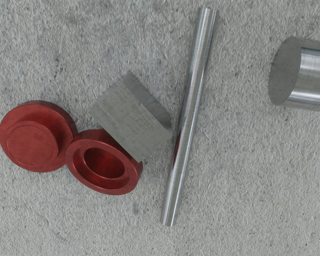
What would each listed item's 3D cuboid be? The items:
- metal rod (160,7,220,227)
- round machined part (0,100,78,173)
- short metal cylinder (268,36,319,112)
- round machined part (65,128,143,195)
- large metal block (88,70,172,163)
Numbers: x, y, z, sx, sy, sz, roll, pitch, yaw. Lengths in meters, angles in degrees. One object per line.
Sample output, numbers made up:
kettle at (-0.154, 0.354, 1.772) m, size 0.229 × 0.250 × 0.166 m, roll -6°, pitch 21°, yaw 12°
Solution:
metal rod at (0.034, 0.000, 0.410) m, size 0.025 × 0.025 × 0.298 m, roll 8°, pitch 110°, yaw -3°
round machined part at (-0.161, 0.016, 0.405) m, size 0.099 × 0.042 × 0.097 m, roll 0°, pitch 110°, yaw 0°
short metal cylinder at (0.167, -0.062, 0.359) m, size 0.050 × 0.080 × 0.079 m, roll 8°, pitch 110°, yaw -3°
round machined part at (-0.068, 0.039, 0.402) m, size 0.098 × 0.042 × 0.097 m, roll 10°, pitch 131°, yaw 12°
large metal block at (-0.032, -0.017, 0.374) m, size 0.050 × 0.080 × 0.080 m, roll -39°, pitch 106°, yaw 13°
